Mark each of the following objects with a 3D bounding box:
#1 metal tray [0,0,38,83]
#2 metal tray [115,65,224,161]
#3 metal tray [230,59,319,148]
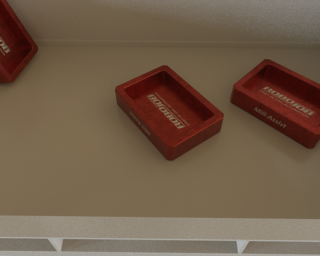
[{"bbox_3d":[-0.244,-0.141,0.451,0.030,0.130,0.090,-2,48,21],"label":"metal tray"},{"bbox_3d":[0.010,-0.026,0.423,0.091,0.030,0.130,-29,56,-22],"label":"metal tray"},{"bbox_3d":[0.178,-0.039,0.435,0.130,0.030,0.090,36,59,26],"label":"metal tray"}]
